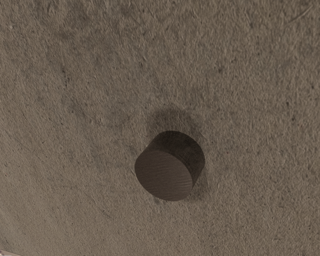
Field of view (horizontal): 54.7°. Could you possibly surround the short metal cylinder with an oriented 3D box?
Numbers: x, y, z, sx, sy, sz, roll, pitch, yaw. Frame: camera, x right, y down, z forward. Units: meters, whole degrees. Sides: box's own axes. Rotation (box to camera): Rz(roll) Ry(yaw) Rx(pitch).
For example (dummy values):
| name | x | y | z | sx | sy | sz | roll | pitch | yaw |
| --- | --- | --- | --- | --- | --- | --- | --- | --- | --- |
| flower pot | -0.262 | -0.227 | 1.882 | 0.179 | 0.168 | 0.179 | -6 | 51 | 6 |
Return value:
| name | x | y | z | sx | sy | sz | roll | pitch | yaw |
| --- | --- | --- | --- | --- | --- | --- | --- | --- | --- |
| short metal cylinder | 0.014 | 0.050 | 0.413 | 0.080 | 0.050 | 0.079 | 13 | 124 | 20 |
